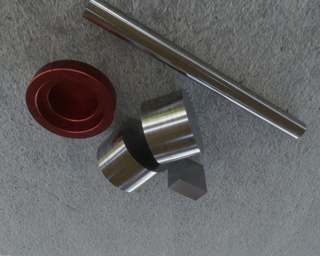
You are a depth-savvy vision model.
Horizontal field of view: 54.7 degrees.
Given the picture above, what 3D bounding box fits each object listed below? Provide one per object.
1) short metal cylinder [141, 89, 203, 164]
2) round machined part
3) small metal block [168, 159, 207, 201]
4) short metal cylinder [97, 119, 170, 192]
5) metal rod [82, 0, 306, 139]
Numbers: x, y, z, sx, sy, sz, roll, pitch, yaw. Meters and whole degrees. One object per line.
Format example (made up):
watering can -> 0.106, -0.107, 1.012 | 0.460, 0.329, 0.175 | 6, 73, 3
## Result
short metal cylinder -> 0.016, -0.001, 0.370 | 0.050, 0.080, 0.080 | -17, 128, 14
round machined part -> -0.100, -0.037, 0.363 | 0.099, 0.042, 0.097 | 0, 130, 0
small metal block -> 0.039, 0.071, 0.451 | 0.050, 0.050, 0.025 | 28, 125, -22
short metal cylinder -> -0.033, 0.035, 0.400 | 0.080, 0.080, 0.050 | 35, 122, -26
metal rod -> 0.056, -0.059, 0.357 | 0.302, 0.025, 0.025 | 26, 125, -21
